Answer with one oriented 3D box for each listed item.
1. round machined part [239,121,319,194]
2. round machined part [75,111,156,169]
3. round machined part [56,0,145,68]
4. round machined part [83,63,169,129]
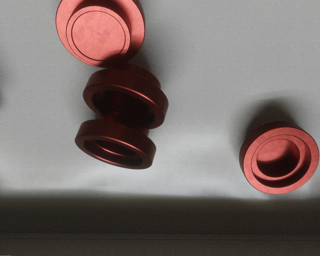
[{"bbox_3d":[0.156,0.036,0.418,0.099,0.042,0.097,0,110,-1],"label":"round machined part"},{"bbox_3d":[-0.052,0.014,0.388,0.099,0.098,0.042,20,65,-8],"label":"round machined part"},{"bbox_3d":[-0.066,-0.110,0.345,0.099,0.042,0.097,-1,130,-1],"label":"round machined part"},{"bbox_3d":[-0.037,-0.040,0.369,0.099,0.098,0.042,20,65,-8],"label":"round machined part"}]
